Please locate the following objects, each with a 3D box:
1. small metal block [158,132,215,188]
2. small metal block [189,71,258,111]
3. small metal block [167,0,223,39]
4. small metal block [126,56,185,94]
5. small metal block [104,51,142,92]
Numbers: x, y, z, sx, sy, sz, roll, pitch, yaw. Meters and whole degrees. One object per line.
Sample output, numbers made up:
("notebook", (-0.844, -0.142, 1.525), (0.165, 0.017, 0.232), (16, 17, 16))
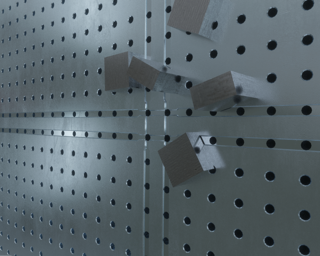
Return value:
("small metal block", (0.031, 0.039, 0.382), (0.050, 0.025, 0.050), (-36, 68, 34))
("small metal block", (0.069, -0.038, 0.335), (0.050, 0.050, 0.025), (-19, 78, 38))
("small metal block", (0.042, -0.141, 0.373), (0.050, 0.025, 0.050), (30, 108, 35))
("small metal block", (-0.005, -0.067, 0.396), (0.050, 0.050, 0.025), (36, 112, 34))
("small metal block", (-0.055, -0.080, 0.452), (0.050, 0.025, 0.050), (-3, 88, 39))
